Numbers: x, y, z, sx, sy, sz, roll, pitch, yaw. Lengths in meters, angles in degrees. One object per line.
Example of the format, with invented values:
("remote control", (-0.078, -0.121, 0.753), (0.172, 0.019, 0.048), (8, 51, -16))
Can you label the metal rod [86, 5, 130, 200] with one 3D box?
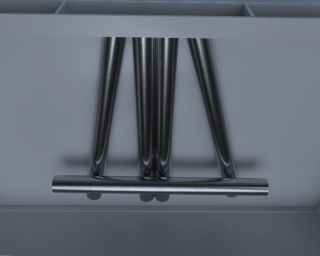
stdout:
("metal rod", (-0.074, -0.006, 0.402), (0.025, 0.025, 0.298), (9, 130, -8))

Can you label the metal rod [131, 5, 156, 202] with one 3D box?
("metal rod", (-0.019, -0.004, 0.404), (0.025, 0.025, 0.298), (1, 130, -1))

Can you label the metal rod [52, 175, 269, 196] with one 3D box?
("metal rod", (0.001, 0.082, 0.443), (0.302, 0.025, 0.025), (1, 130, -1))

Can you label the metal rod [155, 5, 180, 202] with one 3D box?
("metal rod", (0.006, -0.004, 0.404), (0.025, 0.025, 0.298), (0, 130, -1))

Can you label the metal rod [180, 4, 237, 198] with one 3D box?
("metal rod", (0.074, -0.009, 0.401), (0.025, 0.025, 0.299), (-12, 129, 10))
